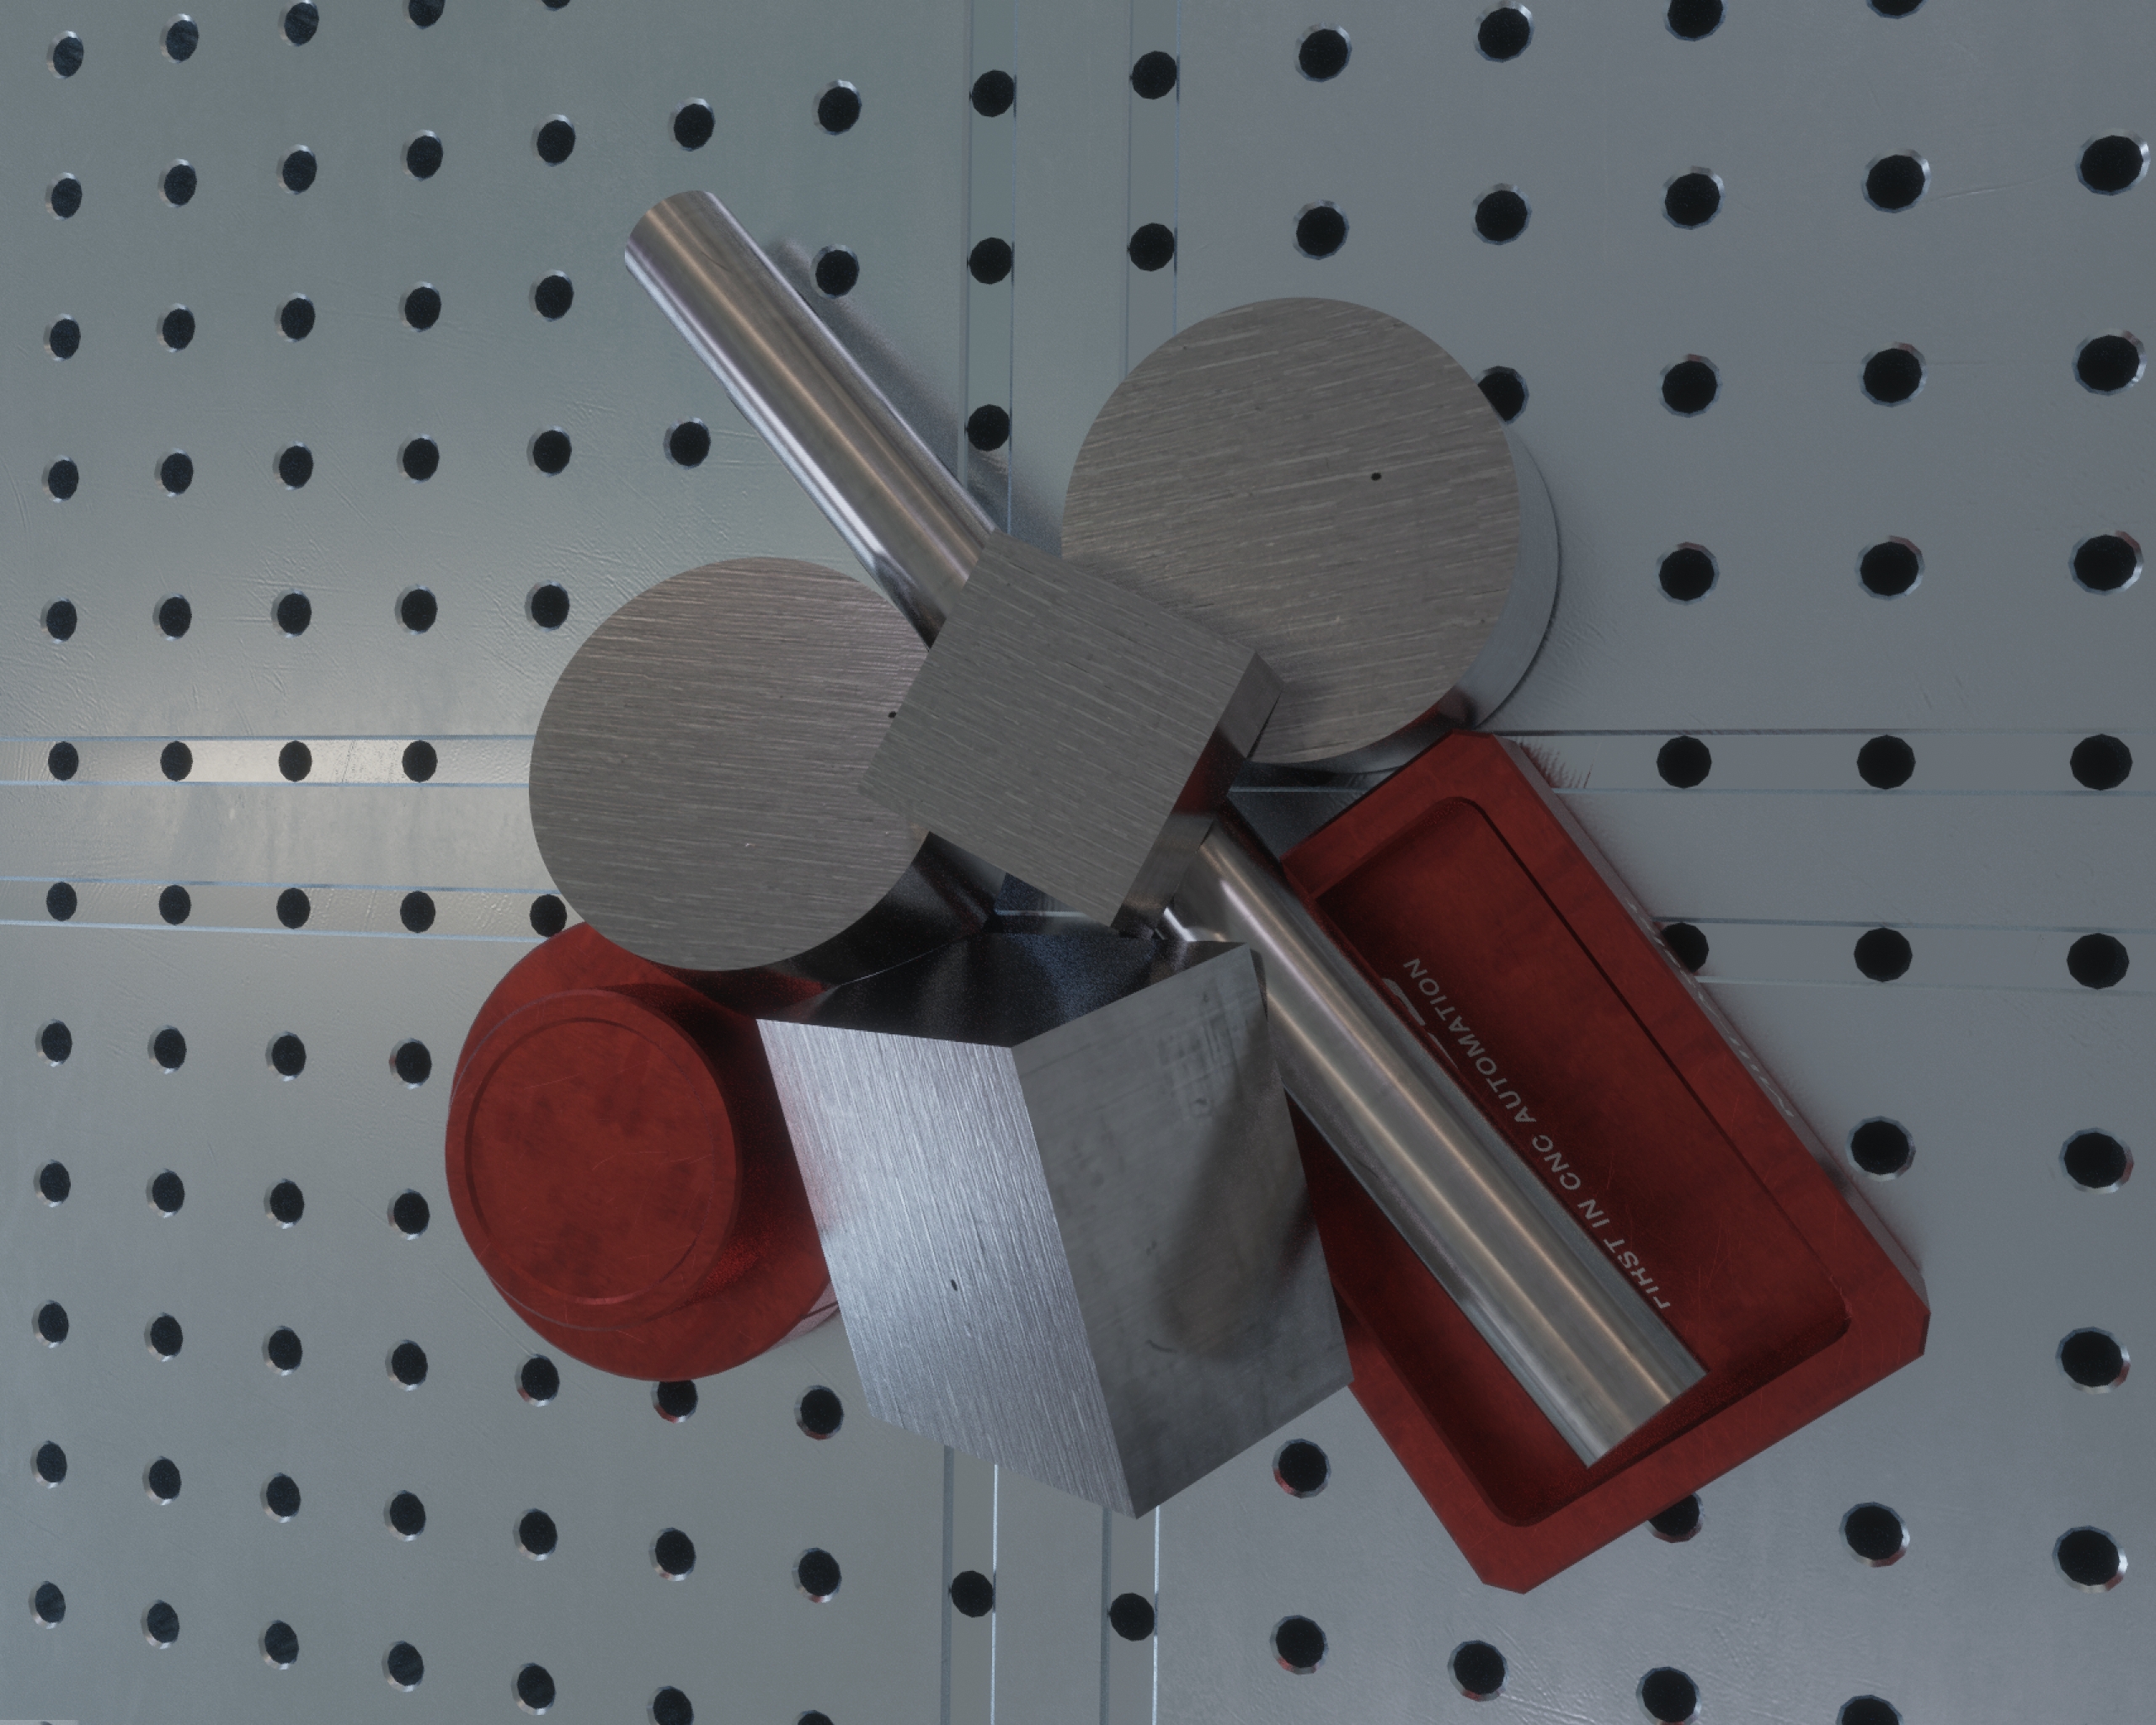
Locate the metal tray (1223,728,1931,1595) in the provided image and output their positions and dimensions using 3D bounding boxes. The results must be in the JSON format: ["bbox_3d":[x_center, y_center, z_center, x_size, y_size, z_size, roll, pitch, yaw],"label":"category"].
[{"bbox_3d":[0.077,0.052,0.379,0.090,0.030,0.130,-38,78,16],"label":"metal tray"}]

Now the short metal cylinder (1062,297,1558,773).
[{"bbox_3d":[0.044,-0.057,0.380,0.080,0.050,0.079,0,90,20],"label":"short metal cylinder"}]

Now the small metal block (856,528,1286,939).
[{"bbox_3d":[-0.001,-0.021,0.353,0.050,0.025,0.050,28,91,18],"label":"small metal block"}]

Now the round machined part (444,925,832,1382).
[{"bbox_3d":[-0.090,0.059,0.430,0.098,0.042,0.097,0,90,19],"label":"round machined part"}]

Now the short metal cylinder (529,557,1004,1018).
[{"bbox_3d":[-0.057,-0.012,0.404,0.080,0.050,0.080,-3,73,10],"label":"short metal cylinder"}]

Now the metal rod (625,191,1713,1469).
[{"bbox_3d":[0.003,-0.022,0.381,0.025,0.025,0.300,-45,67,14],"label":"metal rod"}]

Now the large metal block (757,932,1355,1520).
[{"bbox_3d":[-0.005,0.059,0.369,0.080,0.050,0.080,-1,107,53],"label":"large metal block"}]
